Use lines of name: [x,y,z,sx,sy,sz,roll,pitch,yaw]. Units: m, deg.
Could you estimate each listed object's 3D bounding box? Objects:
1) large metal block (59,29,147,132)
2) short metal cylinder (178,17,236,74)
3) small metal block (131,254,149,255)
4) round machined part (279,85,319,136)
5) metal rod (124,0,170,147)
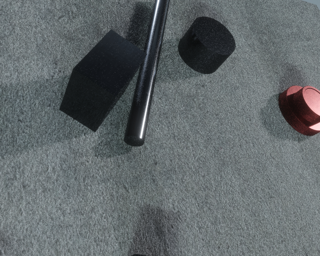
large metal block: [-0.068,-0.054,0.366,0.050,0.080,0.080,34,51,-7]
short metal cylinder: [0.077,-0.137,0.515,0.081,0.050,0.080,14,56,-21]
small metal block: [-0.008,0.156,0.305,0.050,0.025,0.050,18,55,-19]
round machined part: [0.270,-0.038,0.565,0.099,0.042,0.098,14,56,-21]
metal rod: [-0.013,-0.106,0.462,0.025,0.025,0.300,20,54,-17]
